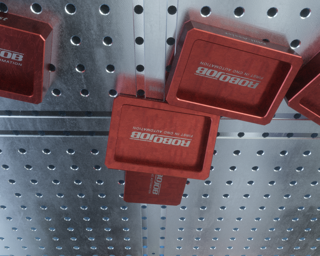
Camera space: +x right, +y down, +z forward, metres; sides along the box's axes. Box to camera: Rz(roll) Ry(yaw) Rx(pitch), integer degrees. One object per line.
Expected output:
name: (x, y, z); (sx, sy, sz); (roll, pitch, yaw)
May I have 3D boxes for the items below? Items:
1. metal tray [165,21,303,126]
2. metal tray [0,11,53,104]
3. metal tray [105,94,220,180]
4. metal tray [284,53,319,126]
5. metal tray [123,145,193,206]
metal tray: (0.079, -0.059, 0.352); (0.131, 0.030, 0.089); (11, 122, -10)
metal tray: (-0.190, -0.082, 0.335); (0.131, 0.030, 0.089); (12, 129, -11)
metal tray: (0.002, 0.012, 0.390); (0.131, 0.030, 0.089); (8, 98, -8)
metal tray: (0.228, -0.040, 0.378); (0.131, 0.030, 0.090); (26, 125, -21)
metal tray: (-0.005, 0.063, 0.462); (0.091, 0.030, 0.129); (5, 130, -5)
